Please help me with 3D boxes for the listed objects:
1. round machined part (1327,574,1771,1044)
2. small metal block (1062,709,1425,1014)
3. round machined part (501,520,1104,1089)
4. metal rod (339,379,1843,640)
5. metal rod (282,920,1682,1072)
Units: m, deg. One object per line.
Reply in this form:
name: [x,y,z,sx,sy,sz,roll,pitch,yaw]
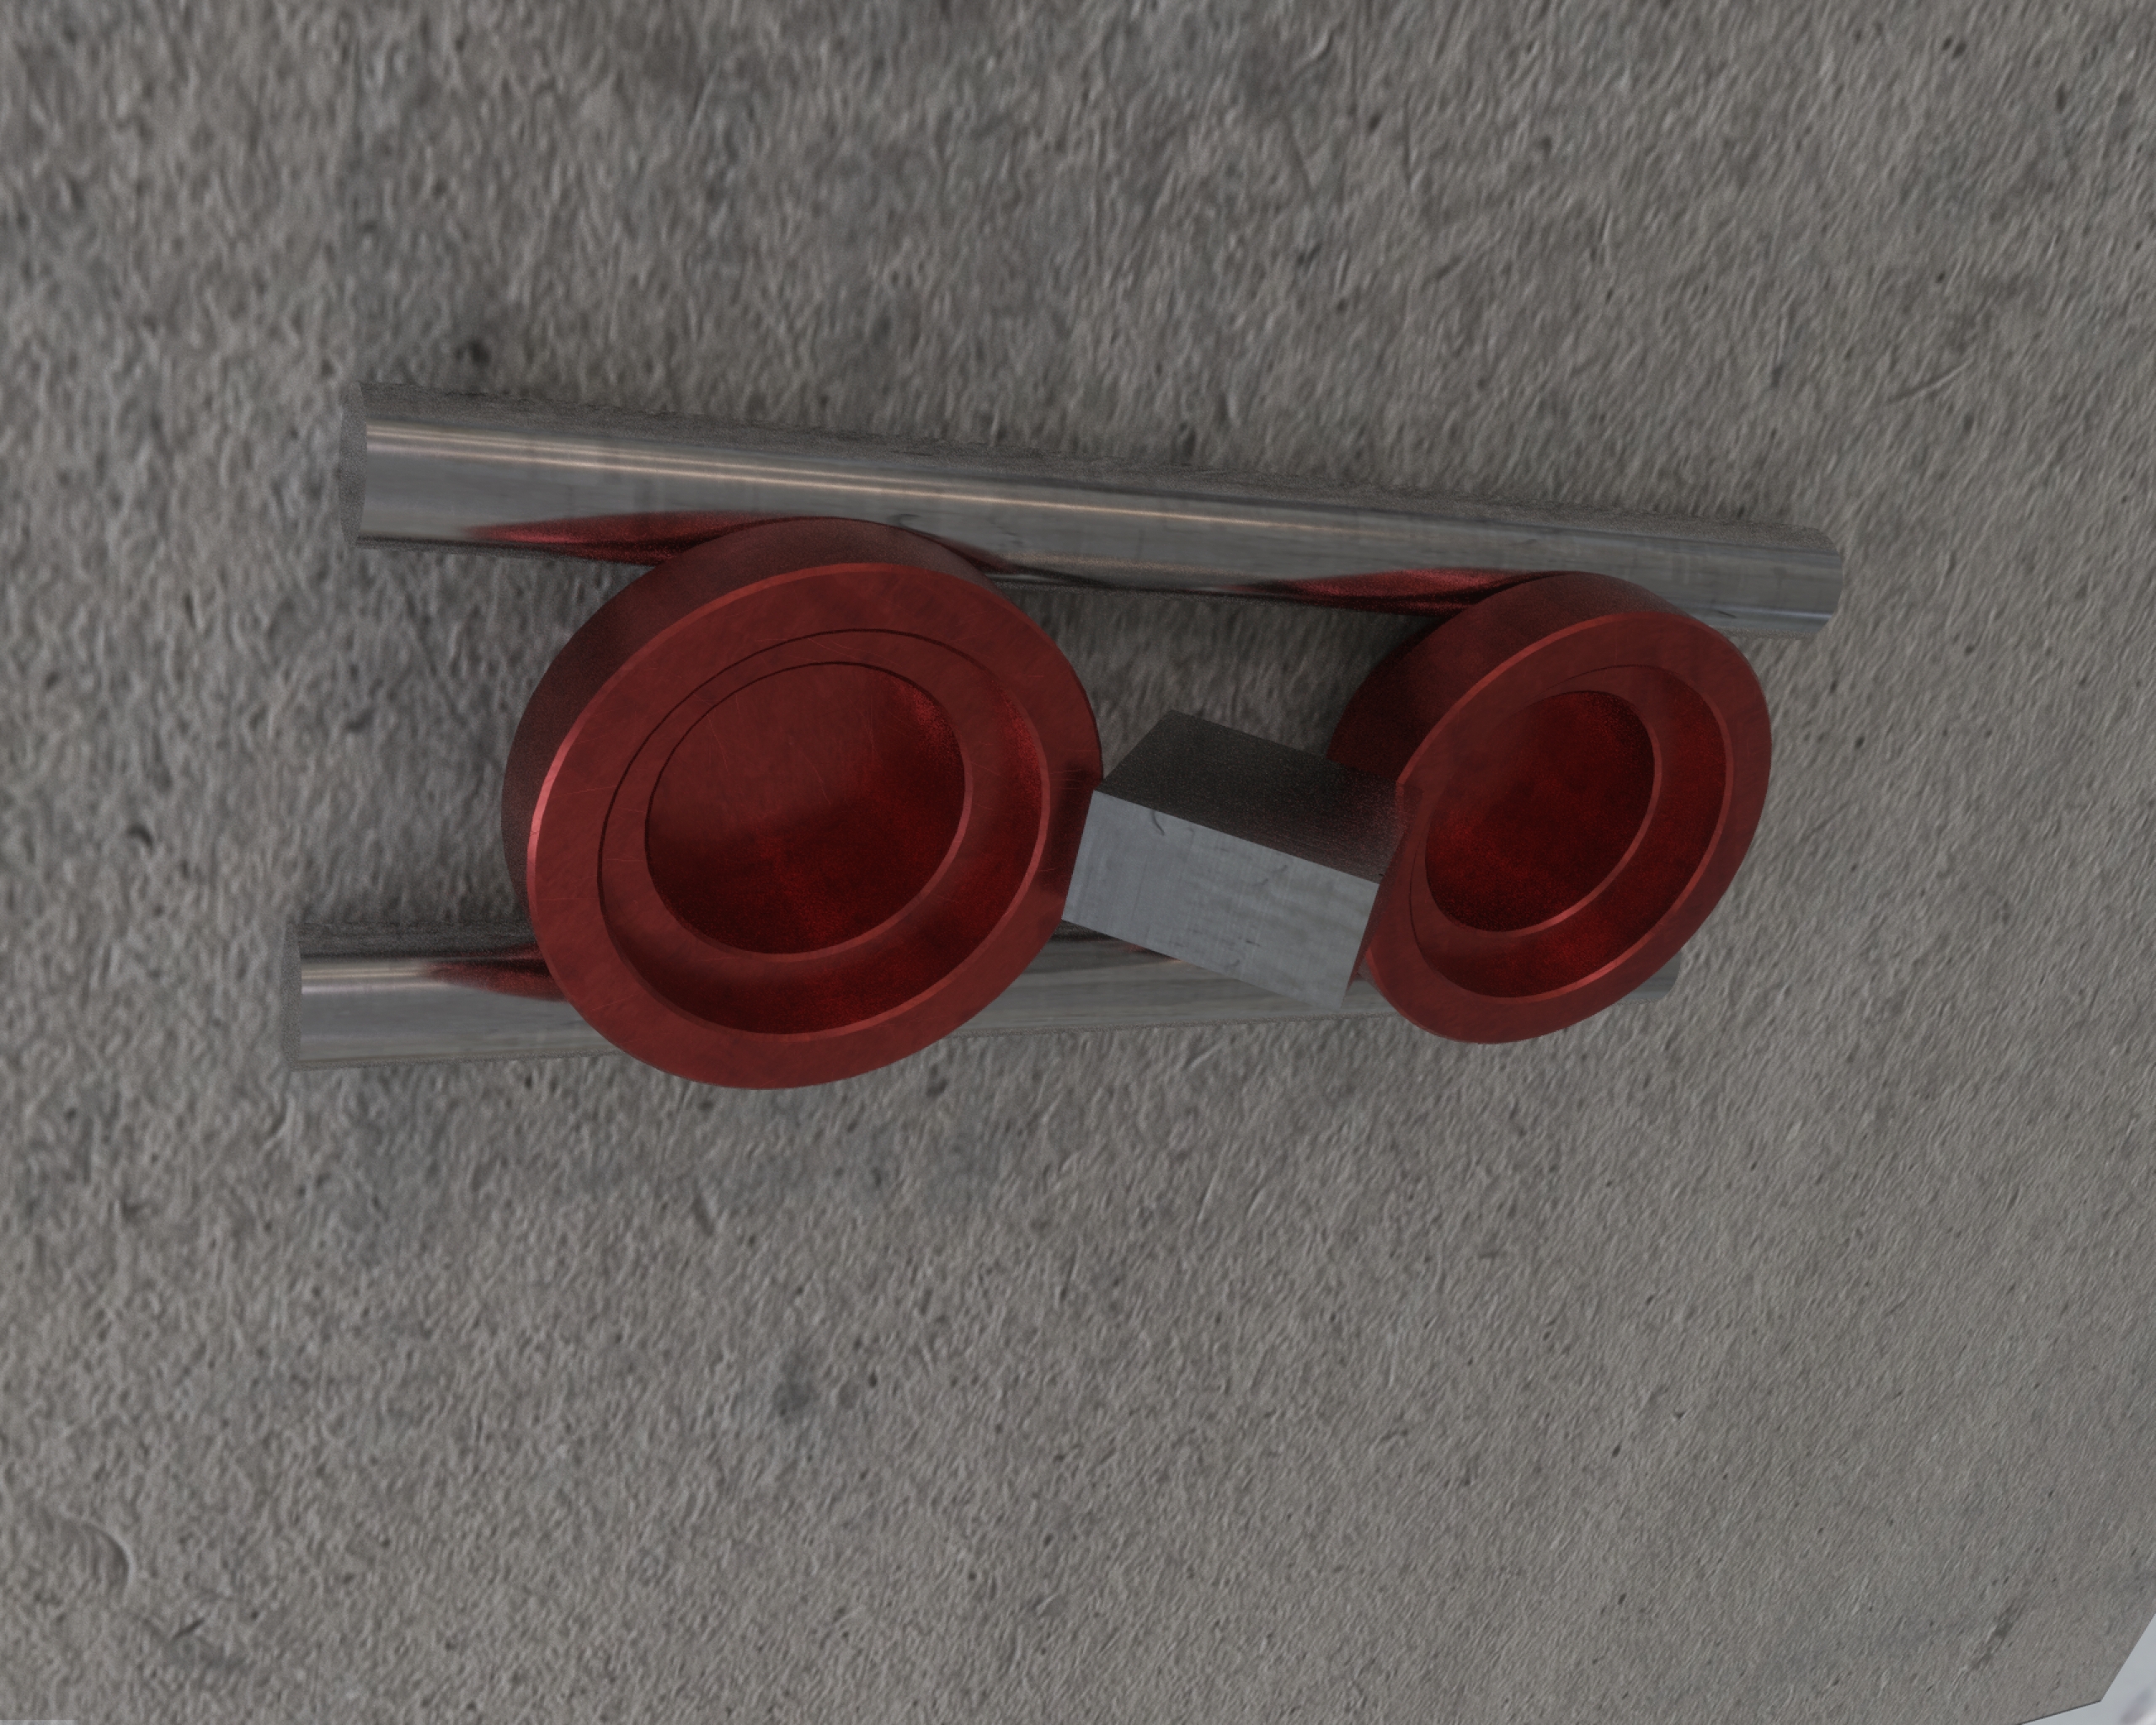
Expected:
round machined part: [0.090,-0.014,0.431,0.099,0.042,0.097,-14,124,-21]
small metal block: [0.031,-0.002,0.374,0.050,0.050,0.025,19,115,11]
round machined part: [-0.049,-0.013,0.357,0.099,0.042,0.097,-14,124,-21]
metal rod: [0.024,-0.060,0.384,0.303,0.025,0.025,0,119,-29]
metal rod: [0.001,0.022,0.422,0.303,0.025,0.025,0,119,-29]
